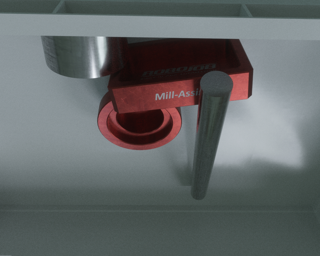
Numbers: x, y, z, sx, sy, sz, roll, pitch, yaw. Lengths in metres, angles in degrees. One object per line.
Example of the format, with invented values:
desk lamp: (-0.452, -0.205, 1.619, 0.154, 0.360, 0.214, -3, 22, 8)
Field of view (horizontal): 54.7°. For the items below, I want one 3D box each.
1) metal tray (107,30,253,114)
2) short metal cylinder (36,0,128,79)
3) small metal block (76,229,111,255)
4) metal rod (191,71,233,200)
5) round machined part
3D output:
metal tray: (0.019, -0.060, 0.315, 0.131, 0.090, 0.030, -6, 130, 5)
short metal cylinder: (-0.071, -0.090, 0.296, 0.081, 0.080, 0.050, 3, 130, -3)
small metal block: (-0.130, 0.226, 0.602, 0.050, 0.025, 0.050, 21, 127, -17)
metal rod: (0.053, 0.035, 0.369, 0.025, 0.025, 0.299, -3, 152, 2)
round machined part: (-0.024, -0.019, 0.376, 0.099, 0.042, 0.097, -2, 137, -1)
